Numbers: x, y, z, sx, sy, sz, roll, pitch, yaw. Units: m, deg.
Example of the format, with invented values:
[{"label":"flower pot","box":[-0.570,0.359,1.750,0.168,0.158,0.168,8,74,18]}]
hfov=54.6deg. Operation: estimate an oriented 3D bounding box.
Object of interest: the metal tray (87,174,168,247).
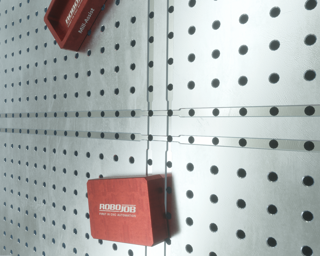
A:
[{"label":"metal tray","box":[-0.052,0.116,0.450,0.130,0.030,0.090,-10,84,39]}]

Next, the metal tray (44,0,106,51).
[{"label":"metal tray","box":[-0.144,-0.208,0.526,0.129,0.030,0.090,-50,61,28]}]
